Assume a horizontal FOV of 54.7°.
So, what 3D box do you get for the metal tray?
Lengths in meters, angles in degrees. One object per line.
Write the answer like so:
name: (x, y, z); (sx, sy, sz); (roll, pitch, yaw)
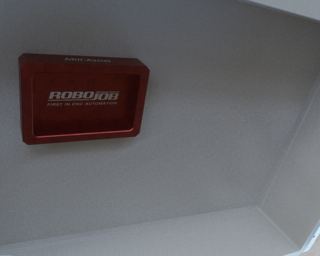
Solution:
metal tray: (-0.082, -0.031, 0.341); (0.131, 0.030, 0.089); (-4, 120, -27)
